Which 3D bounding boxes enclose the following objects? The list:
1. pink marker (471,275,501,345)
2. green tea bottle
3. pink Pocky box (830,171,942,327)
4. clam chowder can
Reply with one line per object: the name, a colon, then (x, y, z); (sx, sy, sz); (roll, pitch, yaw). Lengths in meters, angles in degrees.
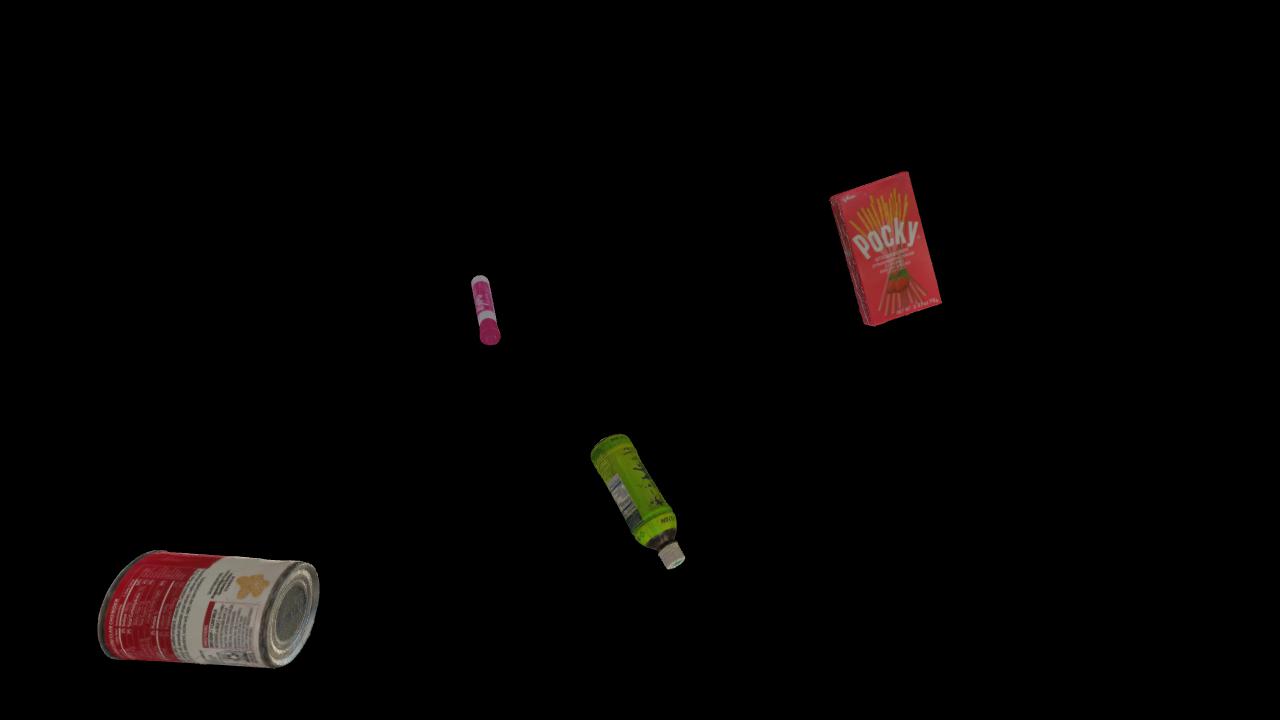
pink marker: (-0.152, -0.050, 0.604); (0.020, 0.020, 0.121); (0, 32, -20)
green tea bottle: (0.000, 0.209, 0.907); (0.073, 0.212, 0.073); (-22, -33, -15)
pink Pocky box: (0.276, -0.123, 0.692); (0.084, 0.155, 0.029); (-18, 9, 1)
clam chowder can: (-0.278, 0.164, 0.405); (0.102, 0.068, 0.068); (4, 0, -1)
